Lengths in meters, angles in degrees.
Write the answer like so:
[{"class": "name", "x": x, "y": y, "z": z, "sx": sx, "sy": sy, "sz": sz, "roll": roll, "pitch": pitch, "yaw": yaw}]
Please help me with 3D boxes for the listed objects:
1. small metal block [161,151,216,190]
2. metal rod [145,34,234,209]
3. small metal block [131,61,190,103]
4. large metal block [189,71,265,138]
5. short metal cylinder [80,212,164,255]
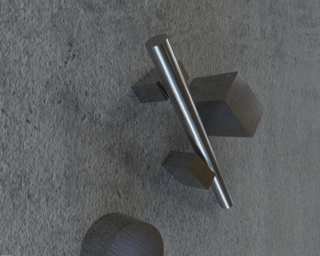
[{"class": "small metal block", "x": 0.039, "y": 0.057, "z": 0.424, "sx": 0.050, "sy": 0.050, "sz": 0.025, "roll": 47, "pitch": 62, "yaw": -30}, {"class": "metal rod", "x": 0.052, "y": 0.015, "z": 0.407, "sx": 0.025, "sy": 0.025, "sz": 0.299, "roll": -52, "pitch": 134, "yaw": -27}, {"class": "small metal block", "x": 0.000, "y": -0.057, "z": 0.390, "sx": 0.050, "sy": 0.050, "sz": 0.025, "roll": -46, "pitch": 118, "yaw": -30}, {"class": "large metal block", "x": 0.090, "y": -0.031, "z": 0.447, "sx": 0.080, "sy": 0.080, "sz": 0.050, "roll": 45, "pitch": 63, "yaw": -31}, {"class": "short metal cylinder", "x": -0.043, "y": 0.142, "z": 0.355, "sx": 0.081, "sy": 0.050, "sz": 0.079, "roll": 0, "pitch": 90, "yaw": -40}]
